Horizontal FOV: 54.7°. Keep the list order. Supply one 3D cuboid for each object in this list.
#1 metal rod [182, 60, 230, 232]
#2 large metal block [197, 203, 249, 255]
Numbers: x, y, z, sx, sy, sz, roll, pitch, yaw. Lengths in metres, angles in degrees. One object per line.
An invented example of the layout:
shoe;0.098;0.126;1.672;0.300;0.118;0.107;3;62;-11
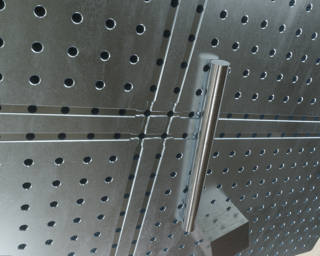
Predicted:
metal rod;0.064;0.045;0.473;0.025;0.025;0.298;-8;122;-24
large metal block;0.119;0.201;0.585;0.081;0.050;0.080;-23;127;-15
